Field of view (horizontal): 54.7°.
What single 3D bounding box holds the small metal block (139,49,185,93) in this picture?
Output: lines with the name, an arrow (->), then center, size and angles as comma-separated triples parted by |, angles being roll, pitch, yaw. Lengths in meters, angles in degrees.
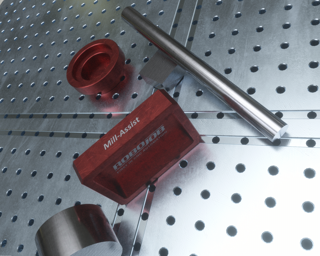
small metal block -> 0.006, -0.084, 0.456 | 0.050, 0.025, 0.050 | 31, 79, 37

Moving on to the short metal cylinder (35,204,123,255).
short metal cylinder -> -0.088, 0.130, 0.338 | 0.080, 0.080, 0.050 | -40, 51, 1

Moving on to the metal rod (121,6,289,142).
metal rod -> 0.040, -0.087, 0.411 | 0.025, 0.025, 0.300 | -43, 60, -2

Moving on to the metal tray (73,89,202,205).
metal tray -> -0.022, 0.026, 0.360 | 0.130, 0.090, 0.030 | -40, 51, 0

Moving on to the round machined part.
round machined part -> -0.099, -0.094, 0.505 | 0.098, 0.042, 0.098 | -13, 56, 21
